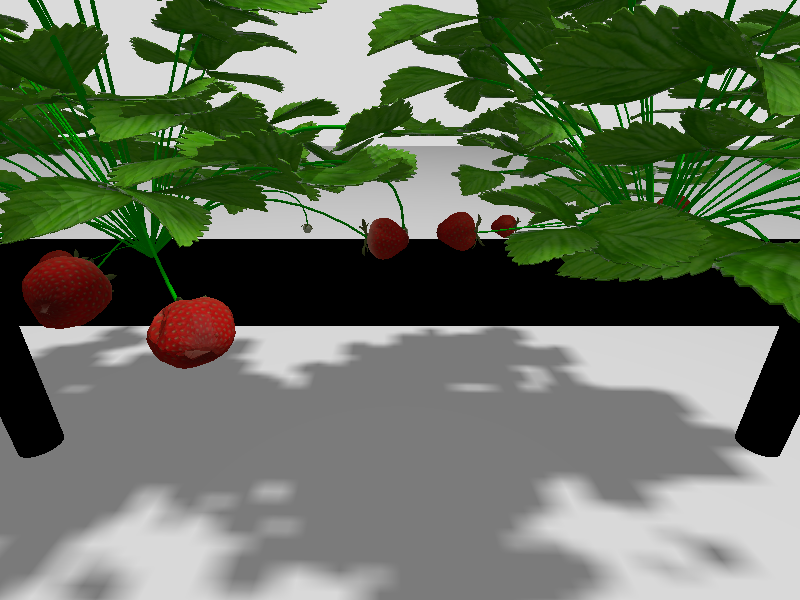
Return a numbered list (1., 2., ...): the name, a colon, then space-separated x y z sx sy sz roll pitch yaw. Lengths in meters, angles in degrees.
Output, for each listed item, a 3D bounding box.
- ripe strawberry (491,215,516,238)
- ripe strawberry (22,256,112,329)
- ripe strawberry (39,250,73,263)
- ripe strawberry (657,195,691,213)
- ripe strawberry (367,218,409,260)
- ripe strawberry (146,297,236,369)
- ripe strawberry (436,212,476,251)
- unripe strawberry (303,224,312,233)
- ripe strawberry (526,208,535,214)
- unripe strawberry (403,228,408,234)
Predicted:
1. ripe strawberry: 0.110 -0.078 0.424 0.025 0.024 0.027 13 26 29
2. ripe strawberry: -0.191 -0.003 0.229 0.040 0.042 0.043 -5 24 -13
3. ripe strawberry: -0.249 -0.022 0.290 0.023 0.026 0.025 7 24 16
4. ripe strawberry: 0.341 -0.116 0.501 0.038 0.033 0.038 16 27 33
5. ripe strawberry: -0.010 -0.053 0.349 0.037 0.036 0.040 1 23 1
6. ripe strawberry: -0.095 0.017 0.186 0.038 0.034 0.034 -15 28 -32
7. ripe strawberry: 0.053 -0.065 0.377 0.036 0.036 0.040 2 23 7
8. unripe strawberry: -0.102 -0.078 0.442 0.010 0.010 0.009 -15 27 -32
9. ripe strawberry: 0.185 -0.131 0.550 0.027 0.024 0.024 -4 9 -10
10. unripe strawberry: 0.003 -0.063 0.376 0.010 0.010 0.009 -2 23 -5
